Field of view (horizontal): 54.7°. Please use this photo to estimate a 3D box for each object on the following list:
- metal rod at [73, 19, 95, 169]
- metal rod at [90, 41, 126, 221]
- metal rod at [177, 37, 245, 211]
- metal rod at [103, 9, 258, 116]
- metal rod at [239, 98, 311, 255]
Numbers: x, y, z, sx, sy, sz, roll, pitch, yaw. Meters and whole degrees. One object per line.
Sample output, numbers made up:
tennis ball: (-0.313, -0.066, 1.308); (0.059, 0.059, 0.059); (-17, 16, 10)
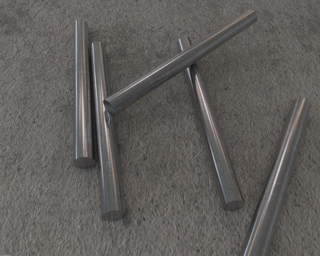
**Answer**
metal rod: (-0.116, -0.071, 0.462); (0.025, 0.025, 0.300); (-8, 50, -6)
metal rod: (-0.076, -0.021, 0.419); (0.025, 0.025, 0.300); (-8, 50, -7)
metal rod: (0.060, -0.030, 0.428); (0.025, 0.025, 0.300); (-6, 50, -5)
metal rod: (0.045, -0.107, 0.459); (0.302, 0.025, 0.025); (-37, 59, -25)
metal rod: (0.127, 0.070, 0.345); (0.025, 0.025, 0.301); (22, 53, 17)
